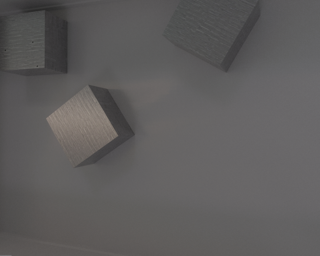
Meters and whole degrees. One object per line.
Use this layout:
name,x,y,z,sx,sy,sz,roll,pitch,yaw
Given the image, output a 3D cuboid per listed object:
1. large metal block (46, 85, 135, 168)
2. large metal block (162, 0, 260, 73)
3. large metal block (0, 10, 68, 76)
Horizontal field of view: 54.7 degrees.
large metal block,-0.096,-0.002,0.431,0.080,0.050,0.080,-35,79,16
large metal block,0.063,-0.125,0.375,0.080,0.050,0.080,33,101,17
large metal block,-0.188,-0.123,0.464,0.080,0.050,0.080,0,90,20
